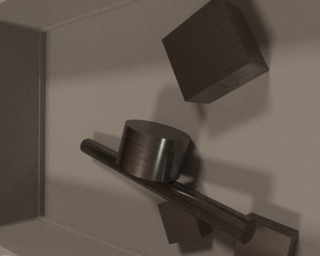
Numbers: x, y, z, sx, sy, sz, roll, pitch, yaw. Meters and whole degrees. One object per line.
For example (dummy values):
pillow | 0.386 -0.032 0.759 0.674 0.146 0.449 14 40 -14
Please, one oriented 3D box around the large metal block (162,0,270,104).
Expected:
large metal block | 0.059 -0.081 0.341 0.080 0.050 0.080 -30 72 35

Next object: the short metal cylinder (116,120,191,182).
short metal cylinder | -0.008 0.025 0.376 0.080 0.081 0.050 23 105 37

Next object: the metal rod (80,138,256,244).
metal rod | -0.017 0.063 0.396 0.300 0.025 0.025 19 102 45

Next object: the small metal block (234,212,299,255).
small metal block | 0.108 0.122 0.317 0.050 0.025 0.050 15 99 38

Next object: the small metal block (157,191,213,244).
small metal block | 0.030 0.110 0.381 0.050 0.025 0.050 -28 73 36
